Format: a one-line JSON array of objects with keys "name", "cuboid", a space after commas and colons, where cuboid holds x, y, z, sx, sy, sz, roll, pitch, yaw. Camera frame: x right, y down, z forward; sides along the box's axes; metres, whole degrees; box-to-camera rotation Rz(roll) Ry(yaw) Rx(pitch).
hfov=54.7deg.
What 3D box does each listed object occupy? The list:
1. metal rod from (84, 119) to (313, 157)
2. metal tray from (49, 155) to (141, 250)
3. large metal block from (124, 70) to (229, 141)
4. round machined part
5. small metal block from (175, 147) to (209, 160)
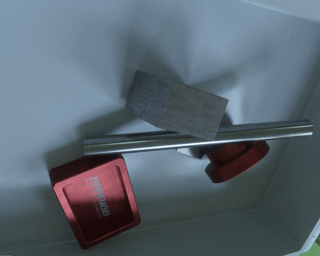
[{"name": "metal rod", "cuboid": [0.057, 0.011, 0.403, 0.302, 0.025, 0.025, -5, 122, -11]}, {"name": "metal tray", "cuboid": [-0.082, 0.096, 0.418, 0.091, 0.030, 0.129, -21, 125, -17]}, {"name": "large metal block", "cuboid": [0.017, -0.027, 0.361, 0.081, 0.080, 0.050, 13, 99, -34]}, {"name": "round machined part", "cuboid": [0.107, 0.036, 0.458, 0.098, 0.098, 0.042, -34, 90, -7]}, {"name": "small metal block", "cuboid": [0.049, 0.013, 0.445, 0.050, 0.025, 0.050, 22, 106, -37]}]
